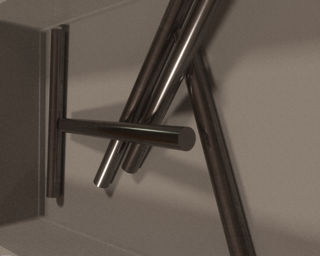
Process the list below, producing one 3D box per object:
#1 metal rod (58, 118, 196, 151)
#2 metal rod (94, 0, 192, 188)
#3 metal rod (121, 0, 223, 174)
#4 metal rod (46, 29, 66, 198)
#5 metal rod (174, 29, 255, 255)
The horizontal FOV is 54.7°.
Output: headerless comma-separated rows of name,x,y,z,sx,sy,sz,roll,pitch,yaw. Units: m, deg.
metal rod,-0.069,0.003,0.426,0.300,0.025,0.025,5,93,50
metal rod,-0.030,-0.042,0.429,0.025,0.025,0.298,39,113,33
metal rod,0.014,-0.058,0.363,0.025,0.025,0.298,47,127,29
metal rod,-0.187,-0.025,0.557,0.025,0.025,0.298,4,93,39
metal rod,0.062,0.026,0.353,0.025,0.025,0.299,-21,77,38
